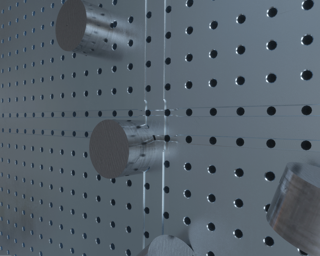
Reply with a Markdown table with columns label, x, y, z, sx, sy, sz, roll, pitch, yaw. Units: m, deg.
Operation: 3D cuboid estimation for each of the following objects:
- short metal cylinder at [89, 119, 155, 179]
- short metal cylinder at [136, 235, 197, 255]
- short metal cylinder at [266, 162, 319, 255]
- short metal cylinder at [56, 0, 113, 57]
| label | x | y | z | sx | sy | sz | roll | pitch | yaw |
| --- | --- | --- | --- | --- | --- | --- | --- | --- | --- |
| short metal cylinder | -0.054 | 0.028 | 0.435 | 0.080 | 0.050 | 0.079 | 0 | 90 | 39 |
| short metal cylinder | 0.006 | 0.176 | 0.367 | 0.050 | 0.081 | 0.080 | -51 | 61 | 28 |
| short metal cylinder | 0.138 | 0.068 | 0.259 | 0.080 | 0.081 | 0.050 | 26 | 106 | 36 |
| short metal cylinder | -0.120 | -0.157 | 0.490 | 0.080 | 0.050 | 0.079 | 0 | 90 | 39 |
